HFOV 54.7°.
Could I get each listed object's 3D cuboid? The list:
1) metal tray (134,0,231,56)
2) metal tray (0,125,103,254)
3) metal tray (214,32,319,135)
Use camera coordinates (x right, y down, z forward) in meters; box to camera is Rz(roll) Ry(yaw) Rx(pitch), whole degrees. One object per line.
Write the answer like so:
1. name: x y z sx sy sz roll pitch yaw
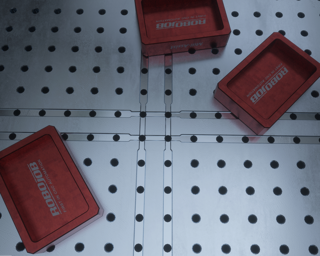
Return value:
1. metal tray: 0.032 -0.162 0.468 0.131 0.030 0.090 -8 70 -4
2. metal tray: -0.140 0.072 0.380 0.090 0.030 0.130 -31 73 -11
3. metal tray: 0.152 -0.064 0.434 0.130 0.030 0.090 -42 76 -14
